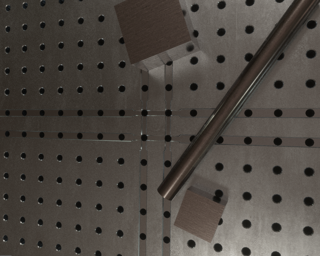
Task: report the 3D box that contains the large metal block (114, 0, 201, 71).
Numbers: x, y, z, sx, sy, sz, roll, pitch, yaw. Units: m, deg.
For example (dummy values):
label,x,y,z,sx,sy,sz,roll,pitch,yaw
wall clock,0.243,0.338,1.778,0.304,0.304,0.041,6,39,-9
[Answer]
label,x,y,z,sx,sy,sz,roll,pitch,yaw
large metal block,-0.002,-0.128,0.399,0.080,0.050,0.080,-18,84,18

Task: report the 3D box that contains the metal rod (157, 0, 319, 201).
label,x,y,z,sx,sy,sz,roll,pitch,yaw
metal rod,0.090,-0.033,0.380,0.025,0.025,0.299,38,102,15

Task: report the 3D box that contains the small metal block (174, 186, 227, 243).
label,x,y,z,sx,sy,sz,roll,pitch,yaw
small metal block,0.052,0.108,0.394,0.050,0.025,0.050,21,97,18
